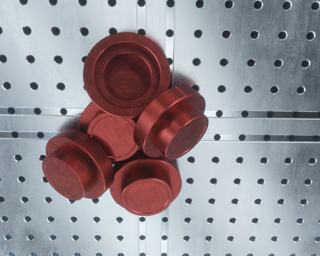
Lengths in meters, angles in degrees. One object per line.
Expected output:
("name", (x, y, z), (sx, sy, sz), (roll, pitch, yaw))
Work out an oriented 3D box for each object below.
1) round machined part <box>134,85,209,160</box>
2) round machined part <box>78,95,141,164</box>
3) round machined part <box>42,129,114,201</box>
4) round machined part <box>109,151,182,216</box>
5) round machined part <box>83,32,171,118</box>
("round machined part", (0.020, 0.000, 0.373), (0.042, 0.099, 0.098), (45, 109, 28))
("round machined part", (-0.057, 0.004, 0.404), (0.099, 0.042, 0.097), (0, 110, -1))
("round machined part", (-0.111, 0.054, 0.397), (0.098, 0.042, 0.097), (17, 128, 24))
("round machined part", (-0.019, 0.081, 0.421), (0.099, 0.042, 0.097), (-3, 122, -5))
("round machined part", (-0.039, -0.060, 0.370), (0.099, 0.042, 0.097), (0, 89, -6))
